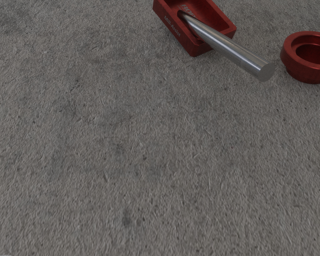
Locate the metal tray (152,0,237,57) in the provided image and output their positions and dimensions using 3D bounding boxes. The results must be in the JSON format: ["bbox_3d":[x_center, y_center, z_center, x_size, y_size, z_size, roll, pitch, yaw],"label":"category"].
[{"bbox_3d":[0.058,-0.192,0.540,0.091,0.030,0.130,-27,70,-21],"label":"metal tray"}]

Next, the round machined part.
[{"bbox_3d":[0.238,-0.106,0.483,0.099,0.042,0.098,0,50,0],"label":"round machined part"}]

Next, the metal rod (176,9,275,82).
[{"bbox_3d":[0.071,-0.150,0.489,0.025,0.025,0.300,-19,40,-15],"label":"metal rod"}]
